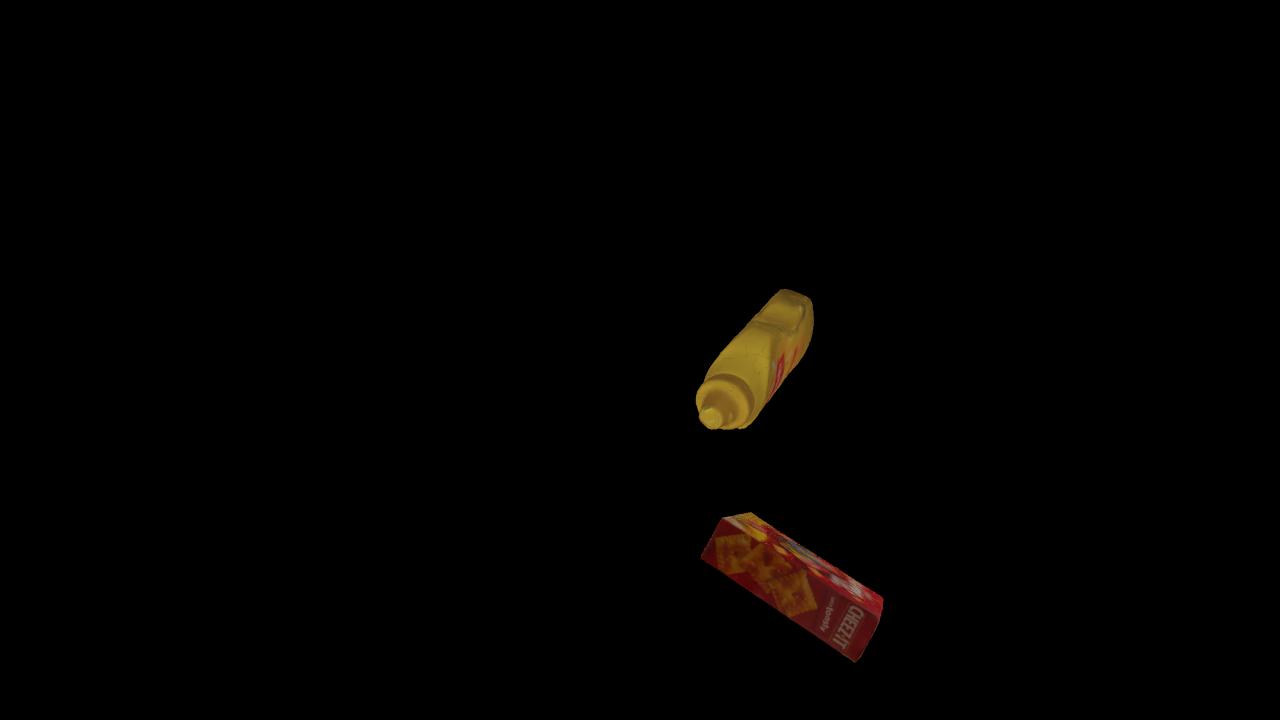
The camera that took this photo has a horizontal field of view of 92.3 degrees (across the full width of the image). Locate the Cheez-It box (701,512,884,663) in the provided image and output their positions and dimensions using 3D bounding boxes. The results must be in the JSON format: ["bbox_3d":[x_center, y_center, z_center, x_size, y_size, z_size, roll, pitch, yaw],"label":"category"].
[{"bbox_3d":[0.210,0.295,0.833,0.223,0.071,0.166,29,1,25],"label":"Cheez-It box"}]

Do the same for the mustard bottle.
[{"bbox_3d":[0.092,0.008,0.507,0.054,0.092,0.184,30,34,16],"label":"mustard bottle"}]
